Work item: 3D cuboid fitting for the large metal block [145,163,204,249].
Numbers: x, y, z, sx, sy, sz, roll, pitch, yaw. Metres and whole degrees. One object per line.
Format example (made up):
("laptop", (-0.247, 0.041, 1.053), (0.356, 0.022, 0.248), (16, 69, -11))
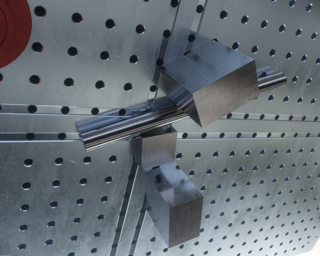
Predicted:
("large metal block", (0.018, 0.111, 0.454), (0.050, 0.080, 0.079), (-14, 124, -21))

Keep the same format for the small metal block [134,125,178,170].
("small metal block", (-0.006, 0.024, 0.423), (0.050, 0.025, 0.050), (-10, 123, -23))

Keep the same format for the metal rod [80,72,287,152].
("metal rod", (0.045, -0.028, 0.418), (0.302, 0.025, 0.025), (-18, 126, -18))

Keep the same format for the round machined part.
("round machined part", (-0.159, -0.092, 0.256), (0.099, 0.042, 0.097), (-14, 124, -21))

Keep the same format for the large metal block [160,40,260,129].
("large metal block", (0.058, -0.056, 0.373), (0.080, 0.080, 0.050), (-29, 128, -10))
